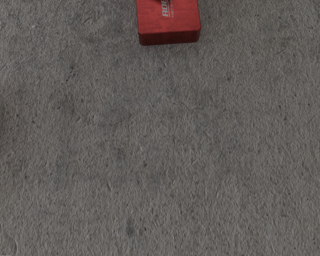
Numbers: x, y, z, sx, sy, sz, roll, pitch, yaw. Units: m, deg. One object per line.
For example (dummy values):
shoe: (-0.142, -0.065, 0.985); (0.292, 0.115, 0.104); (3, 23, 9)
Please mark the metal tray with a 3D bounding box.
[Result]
metal tray: (0.009, -0.192, 0.475); (0.091, 0.030, 0.130); (-4, 70, -2)
